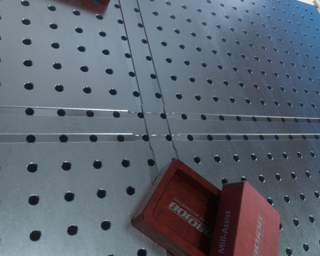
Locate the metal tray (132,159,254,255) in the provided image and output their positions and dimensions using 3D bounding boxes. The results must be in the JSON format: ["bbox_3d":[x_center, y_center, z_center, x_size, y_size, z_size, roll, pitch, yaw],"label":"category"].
[{"bbox_3d":[0.044,0.109,0.363,0.130,0.030,0.090,37,51,-4],"label":"metal tray"}]

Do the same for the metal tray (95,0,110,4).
[{"bbox_3d":[-0.137,-0.256,0.488,0.131,0.030,0.090,12,57,-22],"label":"metal tray"}]

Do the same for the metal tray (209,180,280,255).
[{"bbox_3d":[0.099,0.138,0.354,0.090,0.030,0.130,43,48,-28],"label":"metal tray"}]
